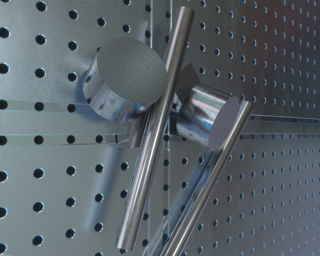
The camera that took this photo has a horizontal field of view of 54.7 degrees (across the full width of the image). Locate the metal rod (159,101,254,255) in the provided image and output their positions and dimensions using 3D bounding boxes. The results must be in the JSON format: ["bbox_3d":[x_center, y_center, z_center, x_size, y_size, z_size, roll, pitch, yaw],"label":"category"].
[{"bbox_3d":[0.076,0.077,0.472,0.025,0.025,0.300,48,62,-30],"label":"metal rod"}]

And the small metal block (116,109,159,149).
[{"bbox_3d":[-0.026,-0.003,0.387,0.050,0.025,0.050,-8,95,-40],"label":"small metal block"}]

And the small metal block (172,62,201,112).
[{"bbox_3d":[0.031,-0.057,0.435,0.050,0.025,0.050,-44,117,-31],"label":"small metal block"}]

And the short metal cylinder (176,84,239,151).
[{"bbox_3d":[0.067,-0.015,0.428,0.080,0.050,0.079,-39,143,-37],"label":"short metal cylinder"}]

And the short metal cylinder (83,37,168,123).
[{"bbox_3d":[-0.039,-0.052,0.342,0.081,0.050,0.080,13,62,-25],"label":"short metal cylinder"}]

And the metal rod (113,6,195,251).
[{"bbox_3d":[-0.003,-0.010,0.374,0.025,0.025,0.299,24,75,-38],"label":"metal rod"}]
